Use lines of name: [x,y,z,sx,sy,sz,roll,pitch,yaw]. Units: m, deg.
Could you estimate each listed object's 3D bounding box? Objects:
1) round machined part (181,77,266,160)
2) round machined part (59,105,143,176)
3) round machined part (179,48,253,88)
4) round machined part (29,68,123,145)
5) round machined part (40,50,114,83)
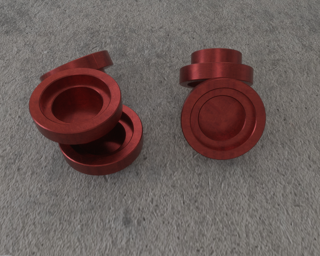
round machined part: [0.075,-0.014,0.380,0.099,0.097,0.042,3,13,2]
round machined part: [-0.069,0.016,0.378,0.099,0.042,0.098,0,50,0]
round machined part: [0.076,-0.079,0.421,0.099,0.098,0.042,2,90,1]
round machined part: [-0.092,-0.020,0.353,0.099,0.042,0.098,1,52,-1]
round machined part: [-0.109,-0.068,0.426,0.098,0.042,0.098,-22,11,5]
